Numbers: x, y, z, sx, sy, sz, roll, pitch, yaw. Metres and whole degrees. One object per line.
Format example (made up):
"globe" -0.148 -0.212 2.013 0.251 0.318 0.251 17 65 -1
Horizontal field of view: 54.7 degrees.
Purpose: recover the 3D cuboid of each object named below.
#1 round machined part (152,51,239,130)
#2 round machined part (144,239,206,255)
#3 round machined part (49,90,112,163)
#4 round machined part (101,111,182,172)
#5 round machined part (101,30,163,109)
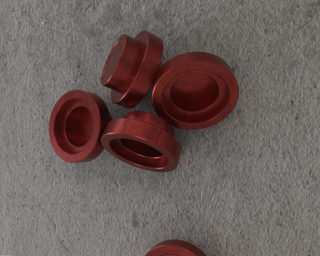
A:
"round machined part" 0.040 -0.047 0.367 0.098 0.098 0.042 -24 39 18
"round machined part" 0.024 0.189 0.391 0.098 0.042 0.097 0 90 20
"round machined part" -0.105 -0.002 0.430 0.098 0.042 0.097 -3 84 32
"round machined part" -0.020 0.014 0.386 0.098 0.098 0.042 9 61 19
"round machined part" -0.040 -0.076 0.384 0.042 0.098 0.097 22 100 -25
